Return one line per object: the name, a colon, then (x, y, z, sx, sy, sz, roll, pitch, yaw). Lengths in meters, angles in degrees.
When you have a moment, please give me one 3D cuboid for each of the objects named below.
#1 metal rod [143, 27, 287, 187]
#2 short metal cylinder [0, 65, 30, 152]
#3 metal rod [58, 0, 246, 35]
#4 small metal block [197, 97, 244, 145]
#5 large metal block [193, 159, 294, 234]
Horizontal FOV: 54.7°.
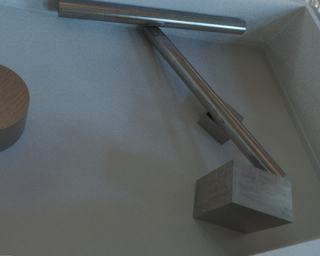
metal rod: (0.066, -0.046, 0.442, 0.025, 0.025, 0.299, -20, 64, -36)
short metal cylinder: (-0.175, -0.019, 0.307, 0.081, 0.050, 0.080, 14, 56, -21)
metal rod: (0.002, -0.169, 0.477, 0.303, 0.025, 0.025, -2, 63, -23)
small metal block: (0.091, -0.011, 0.464, 0.050, 0.025, 0.050, 41, 51, -1)
large metal block: (0.097, 0.086, 0.371, 0.080, 0.080, 0.050, 21, 56, -16)
